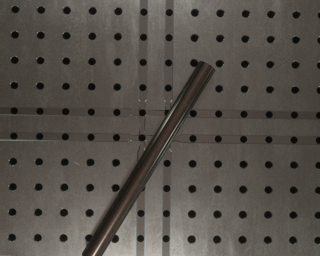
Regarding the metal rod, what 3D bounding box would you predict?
[{"bbox_3d":[-0.015,0.045,0.413,0.025,0.025,0.299,31,90,-1],"label":"metal rod"}]
